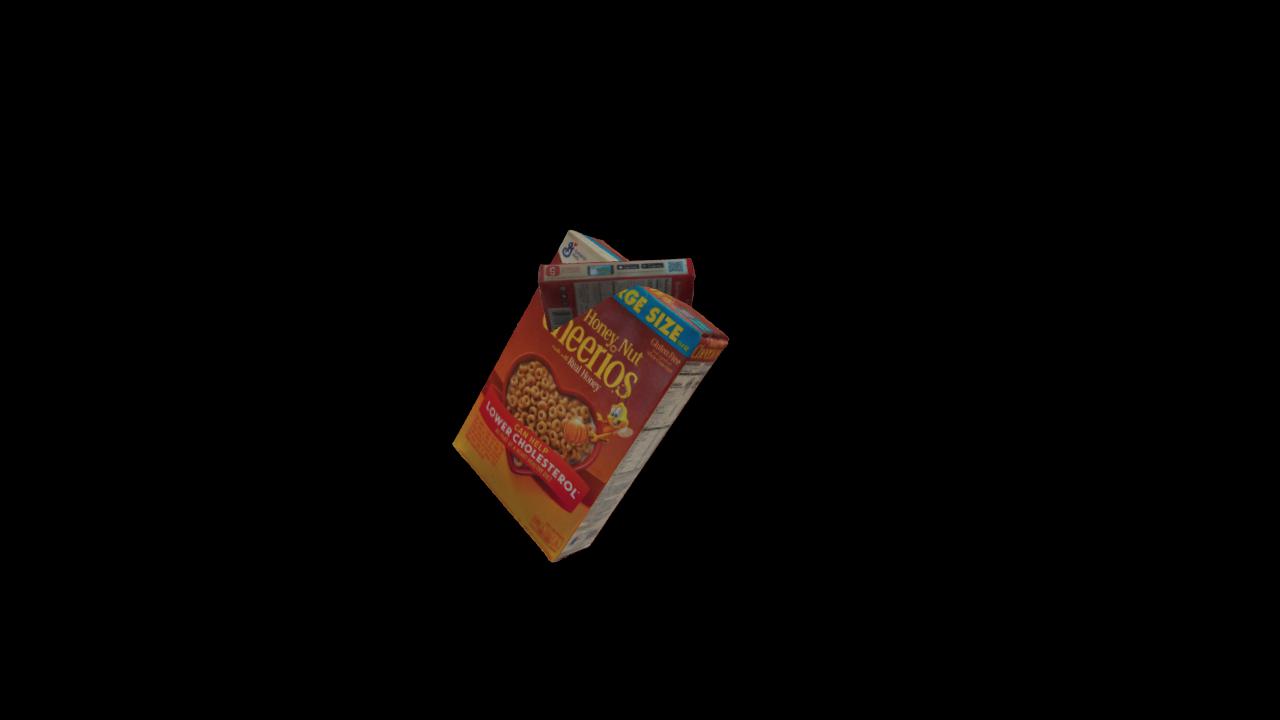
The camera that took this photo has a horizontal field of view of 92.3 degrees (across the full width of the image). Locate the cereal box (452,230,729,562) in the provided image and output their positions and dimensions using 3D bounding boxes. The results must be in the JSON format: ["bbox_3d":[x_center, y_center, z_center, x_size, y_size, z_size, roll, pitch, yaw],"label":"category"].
[{"bbox_3d":[-0.068,0.038,0.683,0.203,0.306,0.081,41,20,26],"label":"cereal box"}]

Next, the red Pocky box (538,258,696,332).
[{"bbox_3d":[-0.023,-0.066,0.638,0.155,0.028,0.083,-3,-37,-2],"label":"red Pocky box"}]
